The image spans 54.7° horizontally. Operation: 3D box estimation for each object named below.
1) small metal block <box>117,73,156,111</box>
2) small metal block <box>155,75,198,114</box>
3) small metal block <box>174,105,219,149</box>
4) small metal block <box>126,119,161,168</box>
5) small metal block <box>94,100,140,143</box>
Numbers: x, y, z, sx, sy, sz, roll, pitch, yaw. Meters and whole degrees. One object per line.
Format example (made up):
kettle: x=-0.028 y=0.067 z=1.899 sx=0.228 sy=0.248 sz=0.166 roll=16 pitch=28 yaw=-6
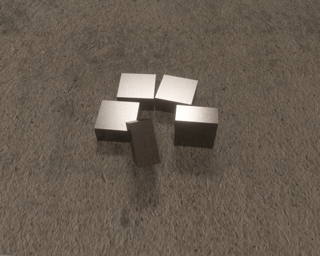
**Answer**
small metal block: x=-0.032 y=-0.052 z=0.447 sx=0.050 sy=0.025 sz=0.050 roll=3 pitch=50 yaw=1
small metal block: x=0.024 y=-0.047 z=0.443 sx=0.050 sy=0.025 sz=0.050 roll=12 pitch=51 yaw=9
small metal block: x=0.044 y=-0.001 z=0.388 sx=0.050 sy=0.050 sz=0.025 roll=5 pitch=50 yaw=3
small metal block: x=-0.021 y=0.016 z=0.360 sx=0.025 sy=0.050 sz=0.050 roll=-12 pitch=94 yaw=-10
small metal block: x=-0.055 y=-0.009 z=0.410 sx=0.050 sy=0.025 sz=0.050 roll=4 pitch=50 yaw=3
